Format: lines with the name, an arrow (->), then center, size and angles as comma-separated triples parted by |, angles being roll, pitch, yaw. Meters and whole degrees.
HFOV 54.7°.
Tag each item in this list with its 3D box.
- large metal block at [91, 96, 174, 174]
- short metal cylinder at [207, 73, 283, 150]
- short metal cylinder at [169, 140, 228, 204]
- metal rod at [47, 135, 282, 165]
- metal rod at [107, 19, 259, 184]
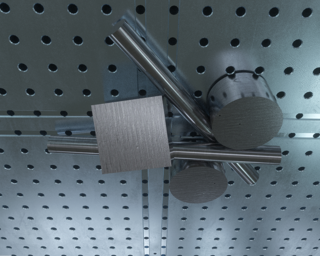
large metal block -> -0.030, 0.006, 0.372 | 0.080, 0.050, 0.079 | -7, 95, 6
short metal cylinder -> 0.100, -0.020, 0.375 | 0.081, 0.050, 0.079 | 0, 130, 0
short metal cylinder -> 0.053, 0.064, 0.445 | 0.081, 0.050, 0.079 | 0, 130, 0
metal rod -> 0.002, 0.029, 0.409 | 0.302, 0.025, 0.025 | 3, 131, 5
metal rod -> 0.047, -0.014, 0.396 | 0.025, 0.025, 0.300 | -31, 124, 23
